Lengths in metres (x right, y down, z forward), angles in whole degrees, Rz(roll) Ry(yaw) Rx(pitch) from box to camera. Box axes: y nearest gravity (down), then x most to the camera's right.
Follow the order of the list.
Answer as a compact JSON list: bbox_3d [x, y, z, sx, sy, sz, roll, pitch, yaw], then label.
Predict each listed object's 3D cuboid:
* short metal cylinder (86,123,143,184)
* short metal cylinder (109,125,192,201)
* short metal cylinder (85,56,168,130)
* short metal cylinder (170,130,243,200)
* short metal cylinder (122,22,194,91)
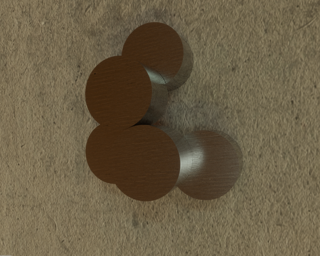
[{"bbox_3d":[-0.051,0.031,0.415,0.080,0.050,0.080,0,90,20],"label":"short metal cylinder"},{"bbox_3d":[-0.009,0.036,0.346,0.080,0.050,0.080,0,90,19],"label":"short metal cylinder"},{"bbox_3d":[-0.037,-0.038,0.356,0.080,0.050,0.080,0,90,20],"label":"short metal cylinder"},{"bbox_3d":[0.058,0.042,0.376,0.080,0.050,0.080,0,90,20],"label":"short metal cylinder"},{"bbox_3d":[-0.002,-0.088,0.398,0.080,0.050,0.080,0,90,20],"label":"short metal cylinder"}]
